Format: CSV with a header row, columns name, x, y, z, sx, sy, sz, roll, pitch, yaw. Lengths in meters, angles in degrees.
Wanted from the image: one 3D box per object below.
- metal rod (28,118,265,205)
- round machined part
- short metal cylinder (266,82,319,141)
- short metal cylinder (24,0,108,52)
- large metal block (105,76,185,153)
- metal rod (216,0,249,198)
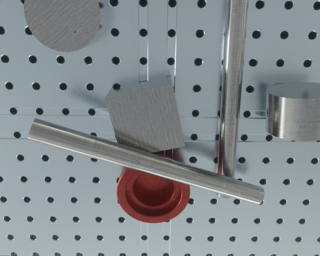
name,x,y,z,sx,sy,sz,roll,pitch,yaw
metal rod,-0.003,0.047,0.380,0.302,0.025,0.025,18,109,-17
round machined part,-0.009,0.080,0.434,0.099,0.042,0.097,0,110,0
short metal cylinder,0.171,-0.022,0.377,0.080,0.080,0.050,-5,110,2
short metal cylinder,-0.103,-0.130,0.351,0.081,0.050,0.079,0,110,0
large metal block,-0.017,-0.015,0.394,0.080,0.050,0.080,-11,110,4
metal rod,0.092,-0.045,0.397,0.025,0.025,0.298,-1,110,0
